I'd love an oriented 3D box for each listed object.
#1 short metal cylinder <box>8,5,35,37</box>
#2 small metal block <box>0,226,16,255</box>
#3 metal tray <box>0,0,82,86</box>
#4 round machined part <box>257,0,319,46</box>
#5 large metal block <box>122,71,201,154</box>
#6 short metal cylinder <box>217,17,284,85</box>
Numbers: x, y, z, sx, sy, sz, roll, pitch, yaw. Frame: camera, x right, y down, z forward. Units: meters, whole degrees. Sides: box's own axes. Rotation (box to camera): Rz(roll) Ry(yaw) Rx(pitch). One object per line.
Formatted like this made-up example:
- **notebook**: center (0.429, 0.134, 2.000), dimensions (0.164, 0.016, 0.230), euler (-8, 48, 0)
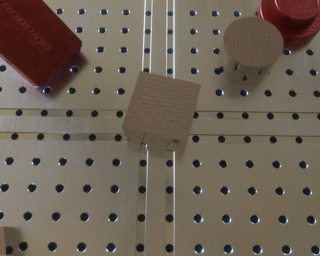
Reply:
- **short metal cylinder**: center (-0.229, -0.180, 0.446), dimensions (0.080, 0.080, 0.050), euler (33, 74, 11)
- **small metal block**: center (-0.198, 0.146, 0.357), dimensions (0.050, 0.025, 0.050), euler (-15, 71, -6)
- **metal tray**: center (-0.183, -0.130, 0.415), dimensions (0.130, 0.030, 0.090), euler (46, 72, -26)
- **round machined part**: center (0.202, -0.178, 0.469), dimensions (0.099, 0.042, 0.098), euler (0, 70, 0)
- **large metal block**: center (0.003, -0.020, 0.406), dimensions (0.080, 0.050, 0.080), euler (14, 71, 5)
- **short metal cylinder**: center (0.125, -0.108, 0.439), dimensions (0.081, 0.050, 0.080), euler (0, 70, 0)
